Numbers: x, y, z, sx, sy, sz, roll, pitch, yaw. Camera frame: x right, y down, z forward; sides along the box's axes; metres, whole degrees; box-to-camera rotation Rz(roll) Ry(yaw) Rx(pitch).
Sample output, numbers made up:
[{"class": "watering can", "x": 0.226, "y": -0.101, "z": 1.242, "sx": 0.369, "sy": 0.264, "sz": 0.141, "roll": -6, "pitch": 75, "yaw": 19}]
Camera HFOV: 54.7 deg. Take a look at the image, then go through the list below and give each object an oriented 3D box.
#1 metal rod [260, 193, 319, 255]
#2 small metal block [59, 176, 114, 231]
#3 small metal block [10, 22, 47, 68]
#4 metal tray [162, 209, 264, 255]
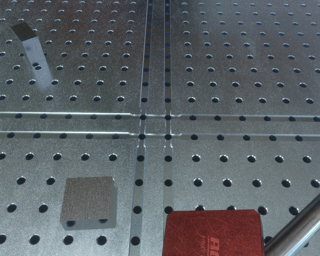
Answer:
[{"class": "metal rod", "x": 0.163, "y": 0.095, "z": 0.329, "sx": 0.302, "sy": 0.025, "sz": 0.025, "roll": -30, "pitch": 57, "yaw": -24}, {"class": "small metal block", "x": -0.077, "y": 0.082, "z": 0.338, "sx": 0.050, "sy": 0.025, "sz": 0.050, "roll": -2, "pitch": 50, "yaw": -2}, {"class": "small metal block", "x": -0.213, "y": -0.135, "z": 0.502, "sx": 0.025, "sy": 0.050, "sz": 0.050, "roll": -30, "pitch": 56, "yaw": -23}, {"class": "metal tray", "x": 0.046, "y": 0.138, "z": 0.271, "sx": 0.090, "sy": 0.030, "sz": 0.130, "roll": -6, "pitch": 48, "yaw": 19}]
